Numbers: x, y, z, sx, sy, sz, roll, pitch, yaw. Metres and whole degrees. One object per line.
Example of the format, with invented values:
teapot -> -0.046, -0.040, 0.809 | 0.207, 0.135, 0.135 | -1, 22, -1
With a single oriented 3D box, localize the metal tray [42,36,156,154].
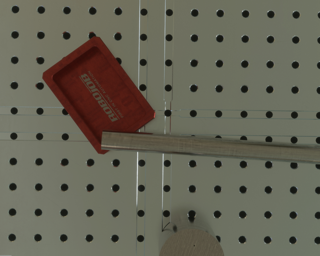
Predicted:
metal tray -> -0.078, -0.042, 0.409 | 0.090, 0.030, 0.130 | -36, 90, -1

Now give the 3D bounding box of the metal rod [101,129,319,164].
metal rod -> 0.079, 0.026, 0.398 | 0.302, 0.025, 0.025 | 5, 90, -7

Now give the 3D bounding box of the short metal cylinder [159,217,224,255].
short metal cylinder -> 0.039, 0.162, 0.402 | 0.081, 0.050, 0.079 | 0, 90, -1
